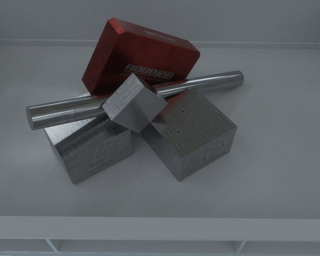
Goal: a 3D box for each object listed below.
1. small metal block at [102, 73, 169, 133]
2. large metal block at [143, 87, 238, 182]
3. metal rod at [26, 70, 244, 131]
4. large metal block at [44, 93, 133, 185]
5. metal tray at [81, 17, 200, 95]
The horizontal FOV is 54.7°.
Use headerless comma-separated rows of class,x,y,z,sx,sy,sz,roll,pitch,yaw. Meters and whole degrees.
small metal block,-0.027,-0.026,0.345,0.050,0.050,0.025,-45,56,11
large metal block,0.034,0.006,0.383,0.081,0.050,0.080,-27,55,-21
metal rod,-0.006,-0.042,0.390,0.303,0.025,0.025,-15,50,-32
large metal block,-0.090,0.008,0.376,0.081,0.050,0.080,-27,55,-21
metal tray,-0.021,-0.077,0.390,0.131,0.089,0.030,1,42,-43
